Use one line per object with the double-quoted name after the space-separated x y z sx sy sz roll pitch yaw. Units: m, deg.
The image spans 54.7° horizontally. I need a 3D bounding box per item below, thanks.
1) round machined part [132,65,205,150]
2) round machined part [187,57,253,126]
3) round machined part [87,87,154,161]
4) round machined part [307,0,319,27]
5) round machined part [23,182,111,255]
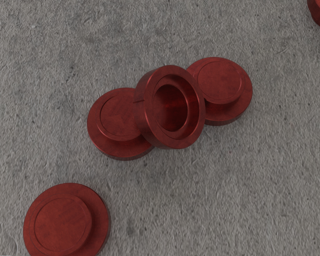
0.006 -0.023 0.371 0.099 0.042 0.097 6 81 -41 "round machined part"
0.077 -0.055 0.420 0.099 0.042 0.098 0 70 0 "round machined part"
-0.046 -0.010 0.402 0.099 0.042 0.098 0 70 0 "round machined part"
0.272 -0.186 0.469 0.099 0.042 0.098 0 70 0 "round machined part"
-0.109 0.112 0.357 0.099 0.042 0.098 0 70 0 "round machined part"
